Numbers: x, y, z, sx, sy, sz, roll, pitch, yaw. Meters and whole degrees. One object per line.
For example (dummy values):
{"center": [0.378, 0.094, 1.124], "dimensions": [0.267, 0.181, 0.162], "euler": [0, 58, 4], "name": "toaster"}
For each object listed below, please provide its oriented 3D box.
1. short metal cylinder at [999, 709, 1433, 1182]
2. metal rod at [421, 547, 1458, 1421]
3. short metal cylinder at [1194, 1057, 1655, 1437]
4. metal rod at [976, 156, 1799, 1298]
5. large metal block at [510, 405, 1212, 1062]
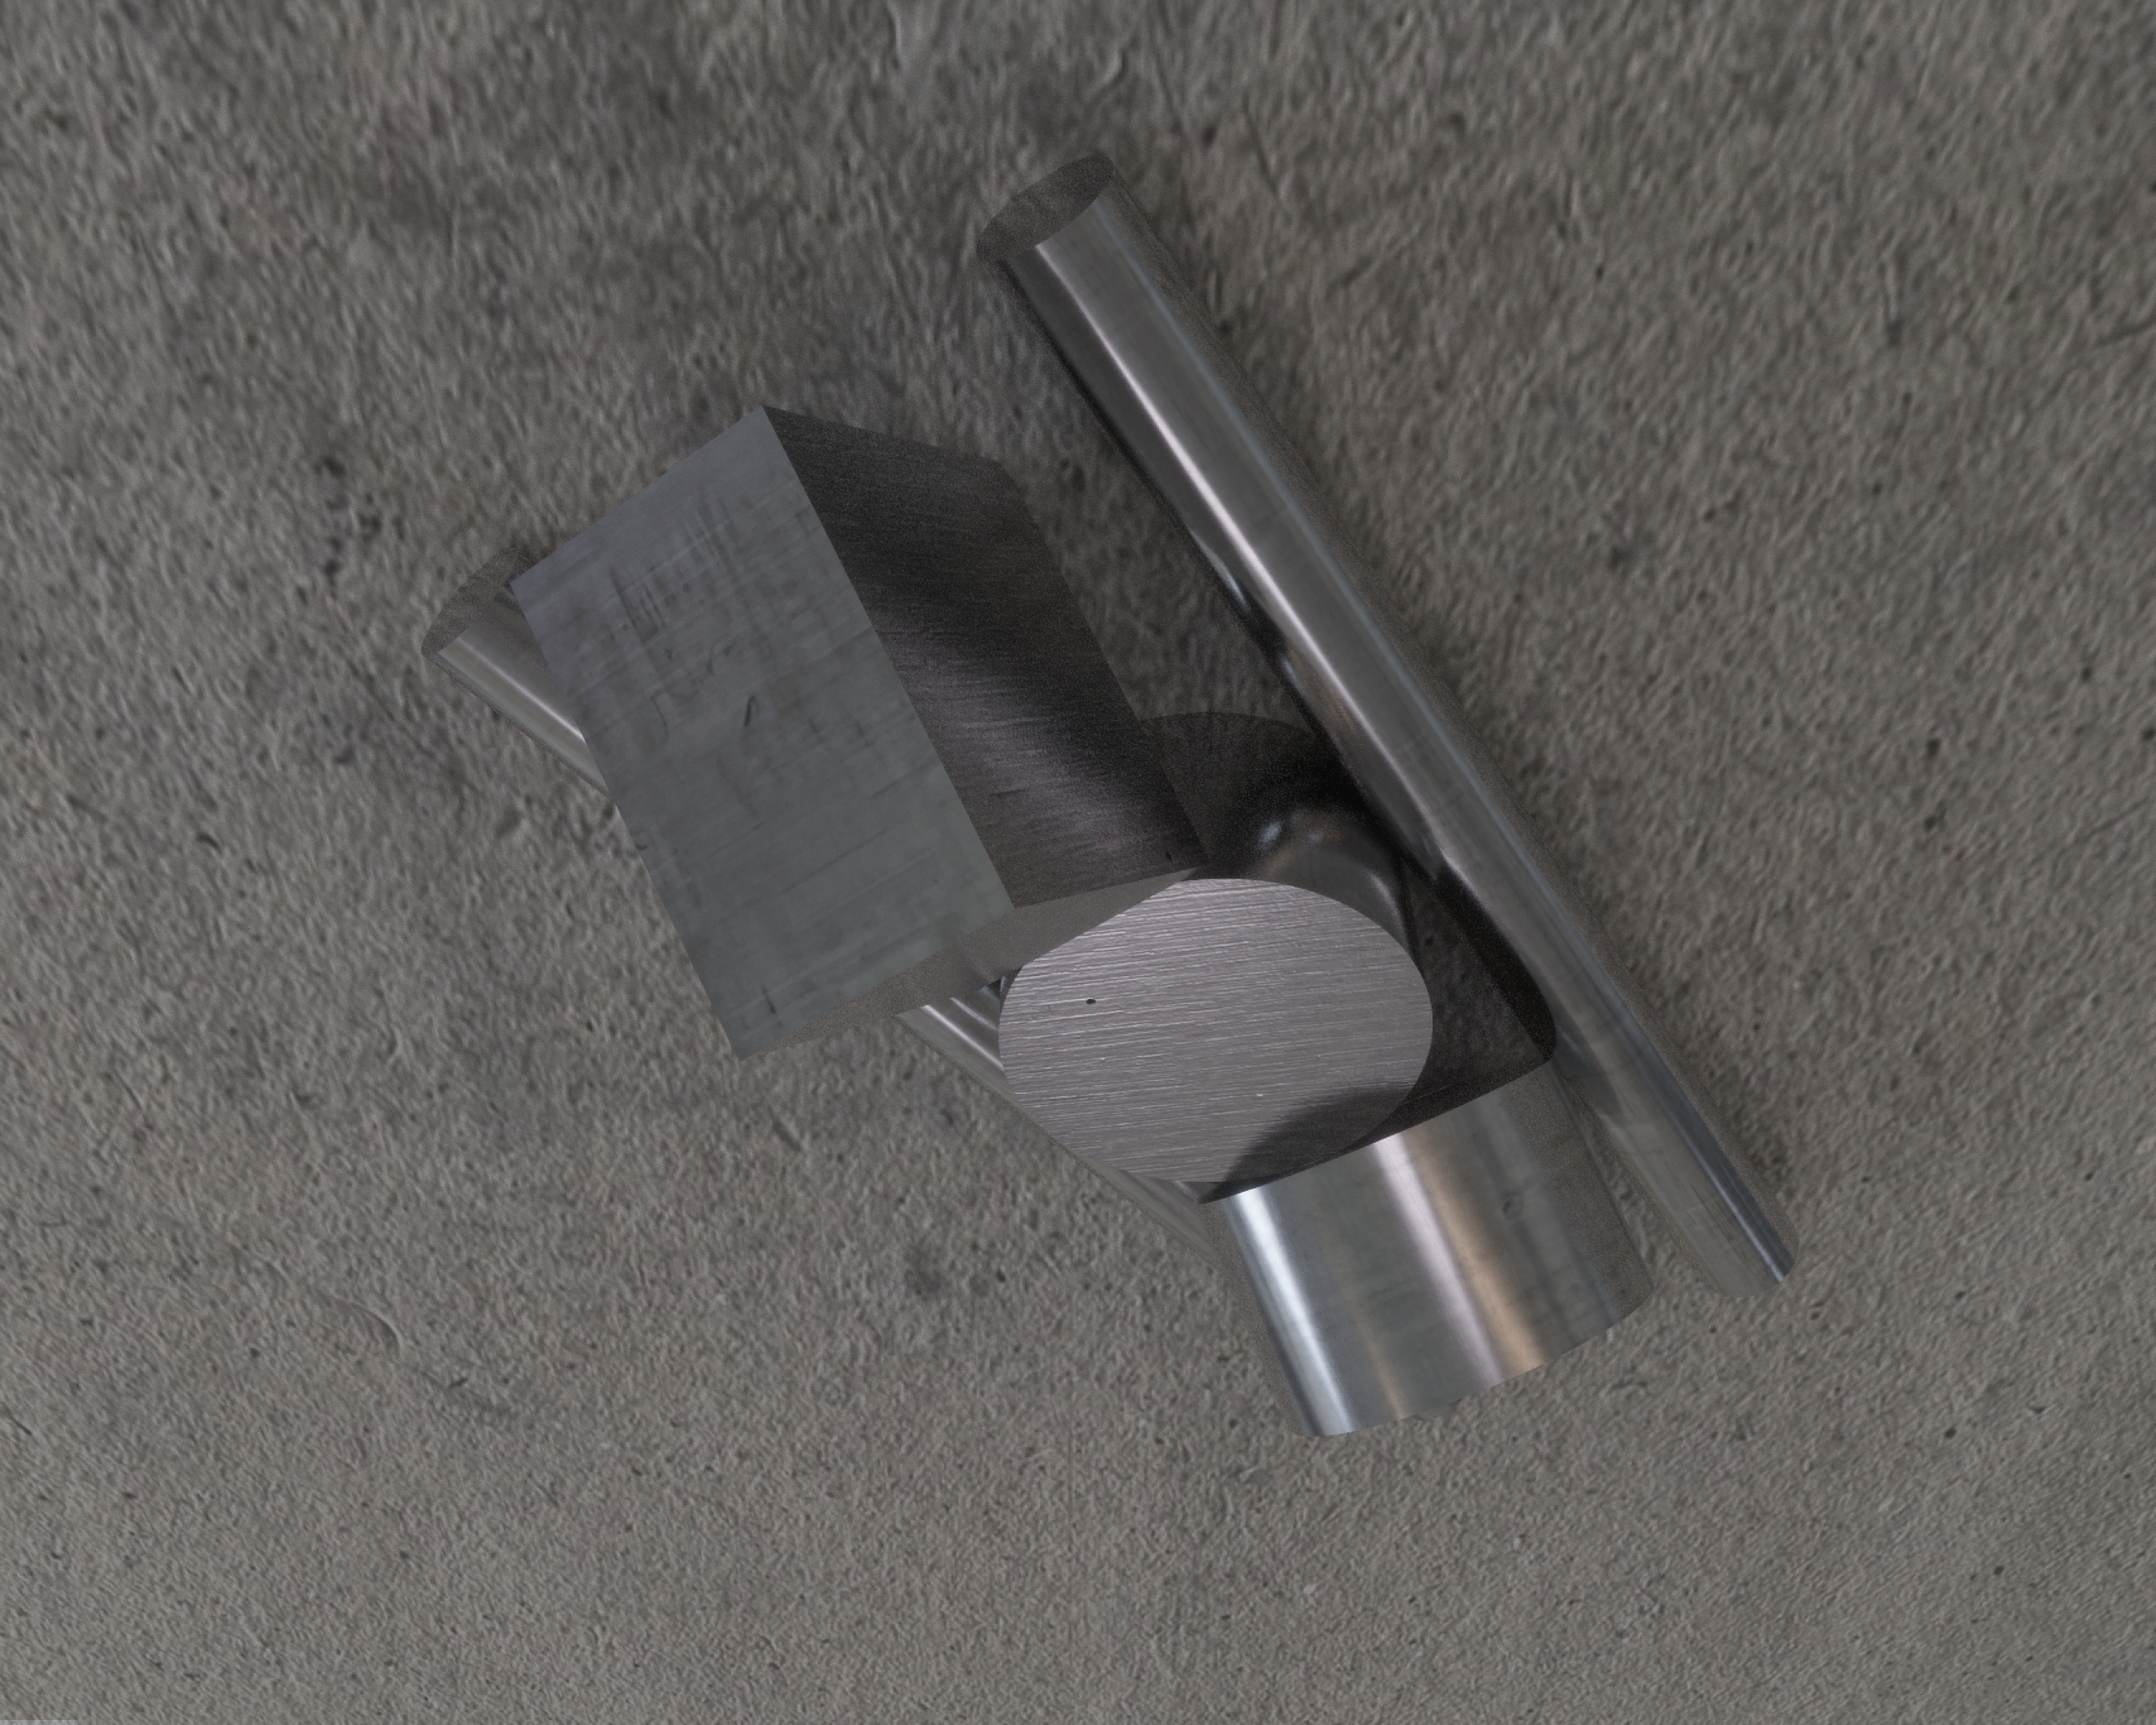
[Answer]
{"center": [0.026, 0.017, 0.407], "dimensions": [0.081, 0.050, 0.079], "euler": [0, 130, 0], "name": "short metal cylinder"}
{"center": [-0.010, 0.040, 0.442], "dimensions": [0.025, 0.025, 0.300], "euler": [-33, 123, 25], "name": "metal rod"}
{"center": [0.071, 0.078, 0.432], "dimensions": [0.080, 0.080, 0.050], "euler": [-25, 84, 19], "name": "short metal cylinder"}
{"center": [0.075, -0.005, 0.404], "dimensions": [0.025, 0.025, 0.300], "euler": [-26, 126, 20], "name": "metal rod"}
{"center": [-0.031, -0.021, 0.334], "dimensions": [0.050, 0.080, 0.080], "euler": [-30, 83, 22], "name": "large metal block"}
